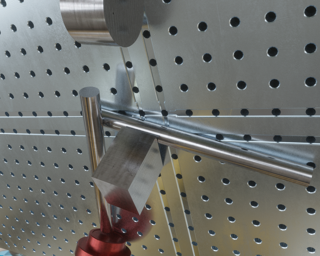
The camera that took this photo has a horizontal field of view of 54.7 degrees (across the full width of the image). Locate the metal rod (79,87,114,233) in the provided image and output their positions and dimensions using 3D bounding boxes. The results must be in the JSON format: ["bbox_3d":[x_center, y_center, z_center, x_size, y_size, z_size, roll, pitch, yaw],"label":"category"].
[{"bbox_3d":[-0.093,0.070,0.480,0.025,0.025,0.298,18,132,17],"label":"metal rod"}]

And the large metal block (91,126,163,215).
[{"bbox_3d":[-0.039,0.058,0.415,0.050,0.080,0.080,16,147,19],"label":"large metal block"}]

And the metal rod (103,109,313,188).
[{"bbox_3d":[0.034,0.018,0.402,0.301,0.025,0.025,16,125,18],"label":"metal rod"}]

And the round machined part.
[{"bbox_3d":[-0.099,0.214,0.560,0.098,0.098,0.042,14,88,19],"label":"round machined part"}]

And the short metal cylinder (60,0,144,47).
[{"bbox_3d":[-0.058,-0.127,0.326,0.050,0.080,0.079,10,123,23],"label":"short metal cylinder"}]
